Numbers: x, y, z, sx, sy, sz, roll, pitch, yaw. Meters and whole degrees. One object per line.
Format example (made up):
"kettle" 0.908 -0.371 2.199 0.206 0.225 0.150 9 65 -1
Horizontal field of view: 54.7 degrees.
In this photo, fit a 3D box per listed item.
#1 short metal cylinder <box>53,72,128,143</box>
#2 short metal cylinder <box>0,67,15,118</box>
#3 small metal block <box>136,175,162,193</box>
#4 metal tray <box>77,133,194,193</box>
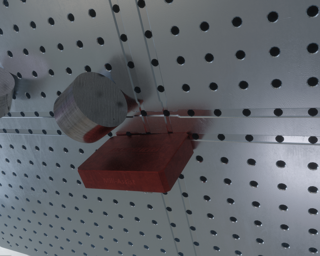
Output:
"short metal cylinder" -0.090 -0.026 0.407 0.050 0.080 0.080 -34 100 38
"short metal cylinder" -0.275 -0.057 0.485 0.080 0.080 0.050 35 129 5
"small metal block" -0.025 0.066 0.449 0.050 0.050 0.025 3 120 27
"metal tray" -0.032 0.043 0.412 0.130 0.090 0.030 -3 117 29
